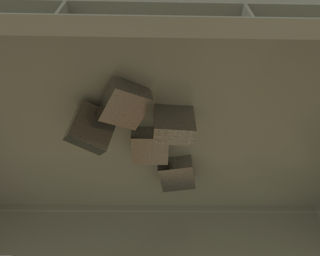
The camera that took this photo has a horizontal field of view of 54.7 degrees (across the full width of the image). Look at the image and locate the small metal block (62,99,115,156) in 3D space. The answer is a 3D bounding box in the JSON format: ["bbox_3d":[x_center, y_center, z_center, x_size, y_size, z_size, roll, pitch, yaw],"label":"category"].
[{"bbox_3d":[-0.086,0.000,0.388,0.050,0.050,0.025,27,152,-21],"label":"small metal block"}]

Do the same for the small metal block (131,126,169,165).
[{"bbox_3d":[-0.014,0.025,0.430,0.050,0.025,0.050,1,130,-1],"label":"small metal block"}]

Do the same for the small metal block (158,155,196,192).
[{"bbox_3d":[0.026,0.069,0.468,0.050,0.025,0.050,-7,130,6],"label":"small metal block"}]

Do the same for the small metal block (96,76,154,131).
[{"bbox_3d":[-0.043,-0.028,0.376,0.050,0.025,0.050,15,125,-29],"label":"small metal block"}]

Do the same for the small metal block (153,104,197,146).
[{"bbox_3d":[0.017,-0.004,0.389,0.050,0.050,0.025,3,130,-3],"label":"small metal block"}]
